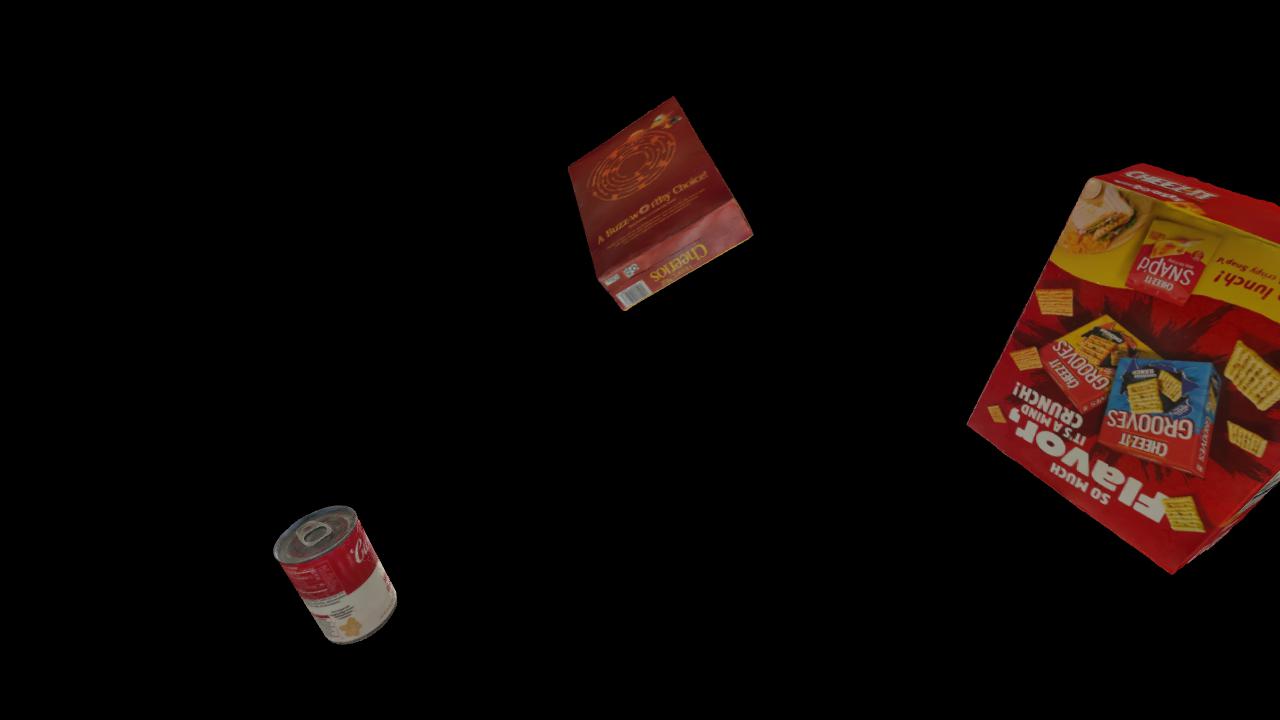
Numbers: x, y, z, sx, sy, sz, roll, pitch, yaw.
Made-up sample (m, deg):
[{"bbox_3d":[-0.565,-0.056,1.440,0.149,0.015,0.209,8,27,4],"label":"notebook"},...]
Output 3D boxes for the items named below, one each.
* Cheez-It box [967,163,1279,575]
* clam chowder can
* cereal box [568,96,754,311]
[{"bbox_3d":[0.342,0.007,0.407,0.071,0.223,0.166,-17,41,-23],"label":"Cheez-It box"},{"bbox_3d":[-0.264,0.189,0.541,0.068,0.102,0.068,-10,26,5],"label":"clam chowder can"},{"bbox_3d":[0.015,-0.235,0.884,0.203,0.306,0.081,-30,-45,13],"label":"cereal box"}]
